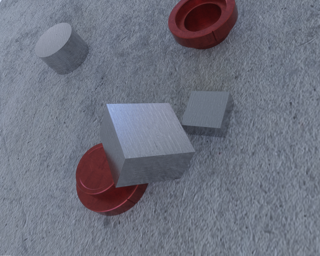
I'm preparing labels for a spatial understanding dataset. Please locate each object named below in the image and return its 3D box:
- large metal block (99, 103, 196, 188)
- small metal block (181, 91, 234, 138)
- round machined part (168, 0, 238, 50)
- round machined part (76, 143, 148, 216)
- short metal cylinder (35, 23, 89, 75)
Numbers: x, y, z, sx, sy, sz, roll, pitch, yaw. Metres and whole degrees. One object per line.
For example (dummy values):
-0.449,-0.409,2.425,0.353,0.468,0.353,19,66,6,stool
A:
-0.018,0.017,0.359,0.081,0.050,0.080,-3,47,-26,large metal block
0.060,-0.018,0.383,0.050,0.025,0.050,5,64,30,small metal block
0.065,-0.154,0.453,0.098,0.042,0.098,-13,56,20,round machined part
-0.066,0.057,0.391,0.098,0.042,0.098,-13,56,20,round machined part
-0.180,-0.145,0.569,0.080,0.050,0.080,-13,56,20,short metal cylinder
